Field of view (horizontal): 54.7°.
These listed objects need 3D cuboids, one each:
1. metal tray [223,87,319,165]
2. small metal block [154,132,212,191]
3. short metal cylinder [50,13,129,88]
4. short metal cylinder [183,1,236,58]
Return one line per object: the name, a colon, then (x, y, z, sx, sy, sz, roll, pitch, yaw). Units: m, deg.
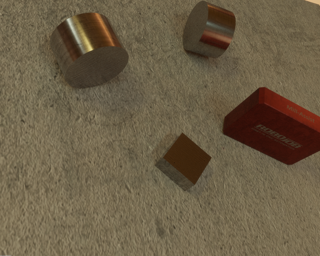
metal tray: (0.171, 0.002, 0.452, 0.131, 0.090, 0.030, 25, 53, -13)
small metal block: (0.030, 0.043, 0.394, 0.050, 0.025, 0.050, 41, 51, -1)
short metal cylinder: (-0.086, -0.092, 0.379, 0.081, 0.080, 0.050, -17, 71, -35)
short metal cylinder: (0.079, -0.160, 0.508, 0.050, 0.080, 0.080, 11, 57, -22)
